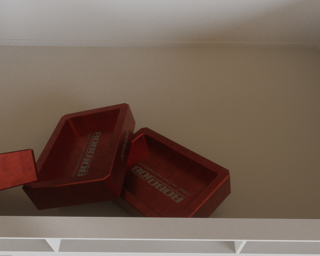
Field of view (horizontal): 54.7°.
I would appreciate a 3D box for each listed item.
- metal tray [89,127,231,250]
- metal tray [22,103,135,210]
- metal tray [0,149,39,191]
[{"bbox_3d":[-0.002,0.056,0.334,0.130,0.030,0.090,27,53,38],"label":"metal tray"},{"bbox_3d":[-0.082,0.026,0.344,0.090,0.030,0.130,-10,35,11],"label":"metal tray"},{"bbox_3d":[-0.187,0.050,0.283,0.091,0.130,0.030,-9,86,-53],"label":"metal tray"}]
